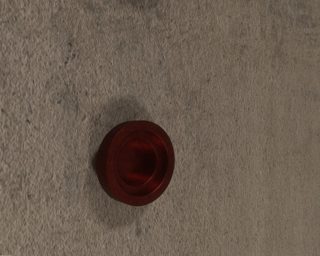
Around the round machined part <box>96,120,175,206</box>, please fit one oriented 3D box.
[{"bbox_3d":[-0.032,0.040,0.368,0.099,0.042,0.097,0,90,-40],"label":"round machined part"}]
